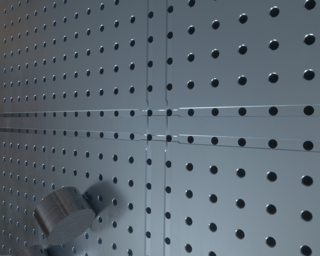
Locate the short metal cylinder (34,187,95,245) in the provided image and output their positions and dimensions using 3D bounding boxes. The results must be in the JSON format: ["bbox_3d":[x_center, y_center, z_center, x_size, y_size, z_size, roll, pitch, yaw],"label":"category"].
[{"bbox_3d":[-0.153,0.141,0.500,0.050,0.081,0.080,44,117,31],"label":"short metal cylinder"}]

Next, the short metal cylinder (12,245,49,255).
[{"bbox_3d":[-0.243,0.264,0.575,0.050,0.081,0.080,50,119,28],"label":"short metal cylinder"}]
